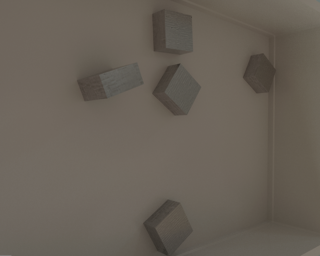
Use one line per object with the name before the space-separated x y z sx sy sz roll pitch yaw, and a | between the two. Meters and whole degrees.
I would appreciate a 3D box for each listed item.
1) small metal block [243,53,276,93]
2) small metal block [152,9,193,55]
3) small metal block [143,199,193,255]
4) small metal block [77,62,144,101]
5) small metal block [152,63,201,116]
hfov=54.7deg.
small metal block | 0.181 -0.098 0.562 0.050 0.025 0.050 37 67 -34
small metal block | 0.018 -0.130 0.423 0.050 0.025 0.050 -4 93 -40
small metal block | 0.012 0.134 0.419 0.050 0.025 0.050 -37 113 -34
small metal block | -0.055 -0.051 0.345 0.050 0.050 0.025 -28 108 -37
small metal block | 0.024 -0.052 0.429 0.050 0.025 0.050 42 64 -32
